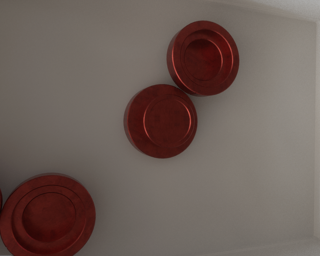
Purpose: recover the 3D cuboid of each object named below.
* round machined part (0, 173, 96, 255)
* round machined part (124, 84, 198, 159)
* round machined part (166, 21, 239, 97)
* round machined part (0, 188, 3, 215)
[{"bbox_3d":[-0.127,0.100,0.355,0.099,0.042,0.097,0,90,-20],"label":"round machined part"},{"bbox_3d":[0.006,-0.009,0.403,0.099,0.042,0.097,0,90,-20],"label":"round machined part"},{"bbox_3d":[0.054,-0.091,0.421,0.099,0.042,0.097,0,90,-20],"label":"round machined part"},{"bbox_3d":[-0.202,0.078,0.311,0.098,0.042,0.098,-2,78,12],"label":"round machined part"}]
